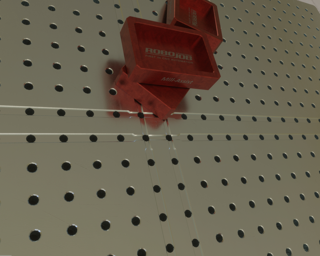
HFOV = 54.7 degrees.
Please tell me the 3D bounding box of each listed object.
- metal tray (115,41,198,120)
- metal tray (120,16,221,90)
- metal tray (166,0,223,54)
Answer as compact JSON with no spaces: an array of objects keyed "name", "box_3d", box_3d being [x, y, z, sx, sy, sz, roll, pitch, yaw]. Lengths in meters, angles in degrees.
[{"name":"metal tray","box_3d":[0.006,-0.084,0.461,0.090,0.030,0.130,38,51,-3]},{"name":"metal tray","box_3d":[0.015,-0.104,0.438,0.131,0.030,0.090,2,61,-28]},{"name":"metal tray","box_3d":[0.059,-0.193,0.543,0.091,0.030,0.130,20,45,-17]}]
